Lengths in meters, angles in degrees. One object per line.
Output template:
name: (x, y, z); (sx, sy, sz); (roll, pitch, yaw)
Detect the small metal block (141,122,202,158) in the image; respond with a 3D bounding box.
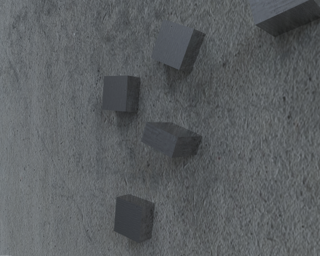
small metal block: (0.014, 0.013, 0.377); (0.050, 0.050, 0.025); (26, 106, 37)

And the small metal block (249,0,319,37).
small metal block: (0.120, -0.112, 0.290); (0.050, 0.050, 0.025); (-17, 79, 39)

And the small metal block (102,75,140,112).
small metal block: (-0.057, -0.050, 0.452); (0.050, 0.025, 0.050); (7, 94, 39)

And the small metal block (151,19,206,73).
small metal block: (0.022, -0.102, 0.387); (0.050, 0.025, 0.050); (31, 109, 35)

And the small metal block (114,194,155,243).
small metal block: (-0.037, 0.126, 0.435); (0.050, 0.025, 0.050); (9, 96, 39)
